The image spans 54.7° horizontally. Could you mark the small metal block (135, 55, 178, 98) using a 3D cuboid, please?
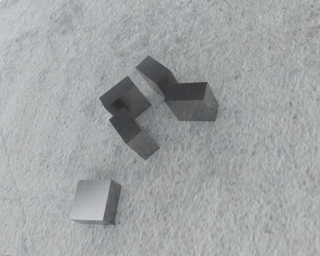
[{"bbox_3d":[0.000,-0.066,0.427,0.025,0.050,0.050,-45,51,-3],"label":"small metal block"}]

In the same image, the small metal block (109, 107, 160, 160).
[{"bbox_3d":[-0.033,0.008,0.399,0.025,0.050,0.050,-41,51,0],"label":"small metal block"}]

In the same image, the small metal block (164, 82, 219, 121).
[{"bbox_3d":[0.040,-0.031,0.385,0.050,0.050,0.025,1,63,28],"label":"small metal block"}]

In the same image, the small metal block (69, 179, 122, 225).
[{"bbox_3d":[-0.080,0.093,0.387,0.050,0.025,0.050,-6,59,24],"label":"small metal block"}]

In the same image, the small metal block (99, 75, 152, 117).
[{"bbox_3d":[-0.048,-0.037,0.434,0.050,0.050,0.025,-38,51,2],"label":"small metal block"}]
